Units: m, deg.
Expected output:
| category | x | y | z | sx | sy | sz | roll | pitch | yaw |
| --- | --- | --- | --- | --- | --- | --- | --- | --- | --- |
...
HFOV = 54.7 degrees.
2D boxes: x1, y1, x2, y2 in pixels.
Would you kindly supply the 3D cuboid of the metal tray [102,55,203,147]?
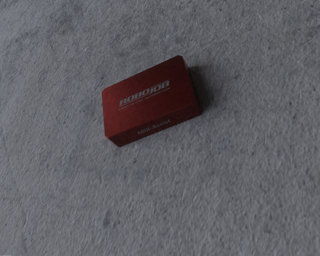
| category | x | y | z | sx | sy | sz | roll | pitch | yaw |
| --- | --- | --- | --- | --- | --- | --- | --- | --- | --- |
| metal tray | -0.016 | -0.037 | 0.430 | 0.130 | 0.030 | 0.090 | -22 | 54 | 14 |
